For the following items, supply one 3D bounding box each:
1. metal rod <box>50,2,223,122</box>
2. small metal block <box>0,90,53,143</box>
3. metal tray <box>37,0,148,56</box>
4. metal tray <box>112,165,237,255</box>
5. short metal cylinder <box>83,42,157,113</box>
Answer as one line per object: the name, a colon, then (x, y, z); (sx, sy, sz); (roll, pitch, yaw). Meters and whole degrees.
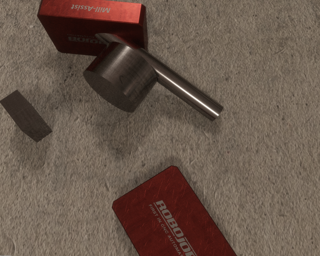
metal rod: (-0.044, -0.106, 0.411); (0.301, 0.025, 0.025); (36, 73, -2)
small metal block: (-0.171, -0.014, 0.398); (0.025, 0.050, 0.050); (-39, 75, -13)
metal tray: (-0.084, -0.132, 0.420); (0.131, 0.090, 0.030); (6, 73, 2)
metal tray: (0.015, 0.121, 0.361); (0.090, 0.030, 0.130); (-31, 73, -11)
short metal cylinder: (-0.051, -0.064, 0.402); (0.080, 0.080, 0.050); (32, 73, 10)
